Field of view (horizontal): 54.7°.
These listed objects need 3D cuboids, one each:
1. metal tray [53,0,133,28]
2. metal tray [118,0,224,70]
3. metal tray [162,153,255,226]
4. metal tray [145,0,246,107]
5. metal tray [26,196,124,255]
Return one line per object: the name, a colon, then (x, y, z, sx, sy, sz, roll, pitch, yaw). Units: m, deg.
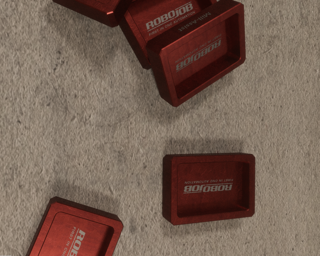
metal tray: (-0.063, -0.194, 0.364, 0.090, 0.030, 0.130, 26, 80, 7)
metal tray: (0.016, -0.147, 0.412, 0.131, 0.030, 0.090, -32, 101, -17)
metal tray: (0.070, 0.081, 0.433, 0.131, 0.030, 0.089, 0, 90, -21)
metal tray: (0.052, -0.097, 0.400, 0.131, 0.030, 0.090, -34, 137, -16)
metal tray: (-0.110, 0.157, 0.366, 0.090, 0.030, 0.130, 24, 82, -19)
